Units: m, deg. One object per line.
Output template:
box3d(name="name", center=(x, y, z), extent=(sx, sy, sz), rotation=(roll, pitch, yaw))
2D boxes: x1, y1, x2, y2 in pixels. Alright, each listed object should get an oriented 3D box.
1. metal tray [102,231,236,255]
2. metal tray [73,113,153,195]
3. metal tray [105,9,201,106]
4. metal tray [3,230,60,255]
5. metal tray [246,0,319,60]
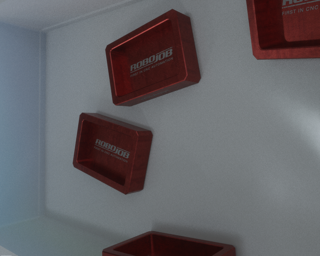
box3d(name="metal tray", center=(0.009, 0.153, 0.355), extent=(0.130, 0.091, 0.030), rotation=(-6, 87, 39))
box3d(name="metal tray", center=(-0.075, 0.033, 0.462), extent=(0.130, 0.030, 0.089), rotation=(17, 101, 38))
box3d(name="metal tray", center=(-0.015, -0.087, 0.413), extent=(0.130, 0.030, 0.090), rotation=(-15, 81, 38))
box3d(name="metal tray", center=(-0.228, 0.259, 0.551), extent=(0.030, 0.091, 0.129), rotation=(5, 93, 40))
box3d(name="metal tray", center=(0.126, -0.103, 0.247), extent=(0.130, 0.030, 0.089), rotation=(21, 128, 61))
